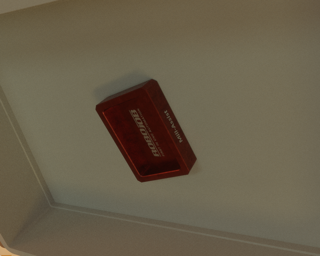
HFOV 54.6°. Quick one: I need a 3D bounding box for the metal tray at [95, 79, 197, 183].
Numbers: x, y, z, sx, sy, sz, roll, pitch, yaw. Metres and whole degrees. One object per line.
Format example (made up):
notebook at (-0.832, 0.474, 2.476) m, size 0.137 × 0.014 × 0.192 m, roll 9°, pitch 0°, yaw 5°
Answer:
metal tray at (-0.018, 0.009, 0.420) m, size 0.090 × 0.030 × 0.130 m, roll -16°, pitch 110°, yaw 34°
